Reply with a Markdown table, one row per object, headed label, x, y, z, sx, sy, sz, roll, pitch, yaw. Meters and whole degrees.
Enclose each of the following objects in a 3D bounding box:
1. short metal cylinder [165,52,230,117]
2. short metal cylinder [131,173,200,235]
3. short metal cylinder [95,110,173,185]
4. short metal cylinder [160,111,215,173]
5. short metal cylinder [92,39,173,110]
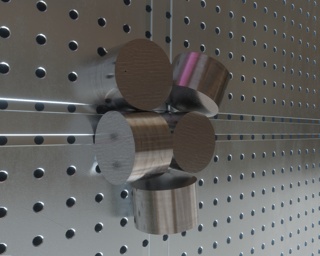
| label | x | y | z | sx | sy | sz | roll | pitch | yaw |
| --- | --- | --- | --- | --- | --- | --- | --- | --- | --- |
| short metal cylinder | 0.046 | -0.055 | 0.412 | 0.080 | 0.080 | 0.050 | 35 | 68 | -35 |
| short metal cylinder | 0.007 | 0.089 | 0.378 | 0.081 | 0.080 | 0.050 | -8 | 96 | -40 |
| short metal cylinder | -0.031 | 0.020 | 0.348 | 0.050 | 0.080 | 0.079 | -3 | 92 | -41 |
| short metal cylinder | 0.029 | 0.018 | 0.417 | 0.081 | 0.050 | 0.079 | -1 | 91 | -40 |
| short metal cylinder | -0.031 | -0.060 | 0.366 | 0.081 | 0.050 | 0.079 | 0 | 91 | -39 |
